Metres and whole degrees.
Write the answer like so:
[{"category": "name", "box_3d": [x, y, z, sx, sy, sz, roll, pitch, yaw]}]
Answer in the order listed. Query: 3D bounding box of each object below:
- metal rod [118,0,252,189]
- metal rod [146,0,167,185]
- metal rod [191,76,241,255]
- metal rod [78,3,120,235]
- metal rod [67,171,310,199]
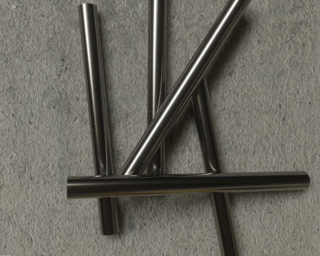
[{"category": "metal rod", "box_3d": [0.030, -0.049, 0.386, 0.025, 0.025, 0.299, 32, 88, -1]}, {"category": "metal rod", "box_3d": [-0.004, -0.071, 0.409, 0.025, 0.025, 0.298, 1, 90, -1]}, {"category": "metal rod", "box_3d": [0.077, 0.081, 0.411, 0.025, 0.025, 0.298, -11, 90, 0]}, {"category": "metal rod", "box_3d": [-0.081, -0.011, 0.408, 0.025, 0.025, 0.298, -6, 90, -1]}, {"category": "metal rod", "box_3d": [0.045, 0.068, 0.376, 0.302, 0.025, 0.025, 1, 90, -14]}]
